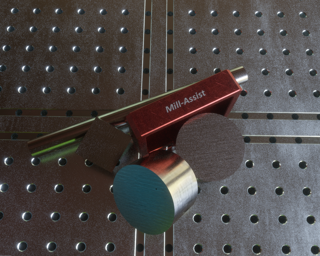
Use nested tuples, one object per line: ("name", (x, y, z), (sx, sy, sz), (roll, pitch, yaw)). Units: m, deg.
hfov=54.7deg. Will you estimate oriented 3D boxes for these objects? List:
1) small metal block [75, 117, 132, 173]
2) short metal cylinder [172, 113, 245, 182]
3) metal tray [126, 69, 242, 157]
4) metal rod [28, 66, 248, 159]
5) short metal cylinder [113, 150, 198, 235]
("small metal block", (-0.070, 0.020, 0.386), (0.050, 0.025, 0.050), (30, 88, -9))
("short metal cylinder", (0.056, 0.026, 0.380), (0.081, 0.050, 0.080), (1, 78, -4))
("metal tray", (0.028, -0.014, 0.379), (0.131, 0.090, 0.030), (-25, 72, -9))
("metal rod", (-0.023, -0.024, 0.416), (0.302, 0.025, 0.025), (-20, 72, -8))
("short metal cylinder", (-0.005, 0.070, 0.346), (0.080, 0.080, 0.050), (45, 35, 14))
